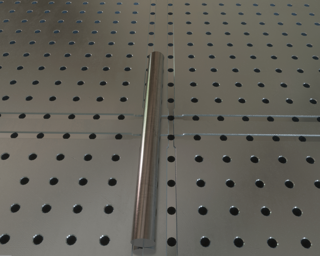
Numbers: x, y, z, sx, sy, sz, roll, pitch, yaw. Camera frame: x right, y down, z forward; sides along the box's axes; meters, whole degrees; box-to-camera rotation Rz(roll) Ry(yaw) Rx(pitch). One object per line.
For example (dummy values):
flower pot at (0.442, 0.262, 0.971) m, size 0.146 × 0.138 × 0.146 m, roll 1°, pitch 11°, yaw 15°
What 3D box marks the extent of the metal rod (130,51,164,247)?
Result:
metal rod at (-0.011, 0.000, 0.407) m, size 0.025 × 0.025 × 0.300 m, roll 2°, pitch 50°, yaw 1°
